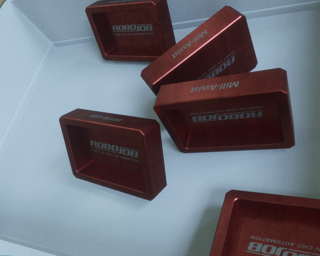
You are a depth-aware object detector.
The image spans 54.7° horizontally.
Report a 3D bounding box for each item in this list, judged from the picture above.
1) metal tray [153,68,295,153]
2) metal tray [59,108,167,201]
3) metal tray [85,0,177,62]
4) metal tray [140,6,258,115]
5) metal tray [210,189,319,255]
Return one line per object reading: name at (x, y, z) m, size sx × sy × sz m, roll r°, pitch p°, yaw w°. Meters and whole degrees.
metal tray at (0.070, -0.012, 0.331) m, size 0.130 × 0.090 × 0.030 m, roll -5°, pitch 50°, yaw 25°
metal tray at (-0.058, 0.029, 0.375) m, size 0.130 × 0.089 × 0.030 m, roll 9°, pitch 28°, yaw 31°
metal tray at (-0.044, -0.149, 0.473) m, size 0.130 × 0.090 × 0.030 m, roll 9°, pitch 43°, yaw 31°
metal tray at (0.052, -0.073, 0.380) m, size 0.130 × 0.090 × 0.030 m, roll -38°, pitch 51°, yaw 3°
metal tray at (0.114, 0.104, 0.262) m, size 0.130 × 0.030 × 0.090 m, roll 1°, pitch 45°, yaw 28°
